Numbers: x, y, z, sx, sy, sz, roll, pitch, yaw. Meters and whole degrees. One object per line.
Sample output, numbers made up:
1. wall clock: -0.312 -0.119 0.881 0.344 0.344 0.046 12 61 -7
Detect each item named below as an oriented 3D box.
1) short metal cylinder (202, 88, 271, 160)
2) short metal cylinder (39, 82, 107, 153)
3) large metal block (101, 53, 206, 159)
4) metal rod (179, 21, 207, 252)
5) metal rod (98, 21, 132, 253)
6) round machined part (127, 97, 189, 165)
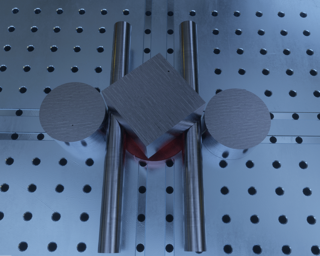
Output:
1. short metal cylinder: 0.094 -0.004 0.400 0.081 0.050 0.080 0 70 0
2. short metal cylinder: -0.107 -0.012 0.402 0.081 0.050 0.080 0 70 0
3. large metal block: -0.007 -0.025 0.357 0.080 0.050 0.080 -36 74 -12
4. metal rod: 0.039 -0.005 0.391 0.025 0.025 0.299 0 70 0
5. metal rod: -0.054 -0.004 0.390 0.025 0.025 0.299 1 70 0
6. round machined part: -0.007 -0.004 0.405 0.099 0.042 0.098 0 70 0
